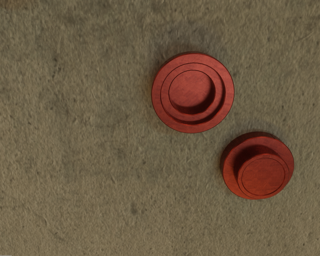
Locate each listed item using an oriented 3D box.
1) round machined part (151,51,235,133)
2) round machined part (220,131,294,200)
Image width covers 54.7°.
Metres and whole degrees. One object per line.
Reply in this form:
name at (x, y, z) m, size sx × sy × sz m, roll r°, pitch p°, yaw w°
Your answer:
round machined part at (0.039, -0.046, 0.384) m, size 0.099 × 0.042 × 0.097 m, roll 0°, pitch 110°, yaw -1°
round machined part at (0.135, 0.057, 0.424) m, size 0.099 × 0.042 × 0.097 m, roll 0°, pitch 110°, yaw -1°
